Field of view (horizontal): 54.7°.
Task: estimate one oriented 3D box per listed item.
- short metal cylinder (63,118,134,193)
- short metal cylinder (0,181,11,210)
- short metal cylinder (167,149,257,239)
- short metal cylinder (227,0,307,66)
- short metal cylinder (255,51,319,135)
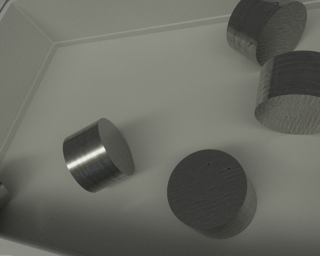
[{"bbox_3d":[-0.075,0.034,0.389,0.050,0.080,0.080,-28,52,11],"label":"short metal cylinder"},{"bbox_3d":[-0.264,0.096,0.442,0.080,0.080,0.050,7,40,31],"label":"short metal cylinder"},{"bbox_3d":[0.054,0.069,0.319,0.080,0.050,0.080,-13,56,21],"label":"short metal cylinder"},{"bbox_3d":[0.129,-0.121,0.377,0.080,0.080,0.050,-42,51,-1],"label":"short metal cylinder"},{"bbox_3d":[0.141,-0.033,0.316,0.080,0.080,0.050,1,63,29],"label":"short metal cylinder"}]
